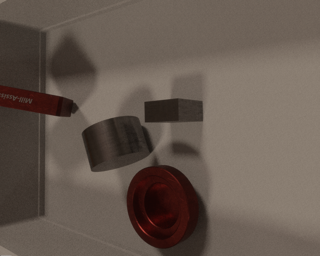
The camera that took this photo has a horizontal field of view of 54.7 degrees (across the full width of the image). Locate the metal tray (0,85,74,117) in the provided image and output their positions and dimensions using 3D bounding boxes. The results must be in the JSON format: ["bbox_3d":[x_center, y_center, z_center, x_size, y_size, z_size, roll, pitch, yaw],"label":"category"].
[{"bbox_3d":[-0.214,-0.044,0.493,0.131,0.090,0.030,10,90,-6],"label":"metal tray"}]

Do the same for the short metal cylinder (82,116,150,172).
[{"bbox_3d":[-0.059,0.023,0.418,0.080,0.081,0.050,-29,72,36],"label":"short metal cylinder"}]

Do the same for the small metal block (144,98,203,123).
[{"bbox_3d":[0.017,-0.020,0.375,0.050,0.050,0.025,-2,89,39],"label":"small metal block"}]

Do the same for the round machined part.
[{"bbox_3d":[0.007,0.095,0.388,0.098,0.042,0.097,0,90,39],"label":"round machined part"}]
